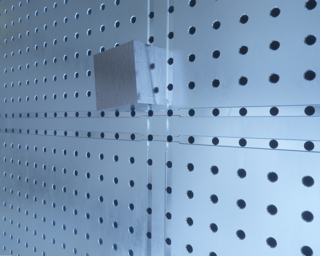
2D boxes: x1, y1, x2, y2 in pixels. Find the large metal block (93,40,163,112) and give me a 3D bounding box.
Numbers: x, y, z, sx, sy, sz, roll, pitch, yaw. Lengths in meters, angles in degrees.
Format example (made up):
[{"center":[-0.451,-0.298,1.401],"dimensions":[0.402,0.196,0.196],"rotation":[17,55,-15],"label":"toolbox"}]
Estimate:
[{"center":[-0.045,-0.067,0.431],"dimensions":[0.080,0.050,0.080],"rotation":[-7,86,40],"label":"large metal block"}]
